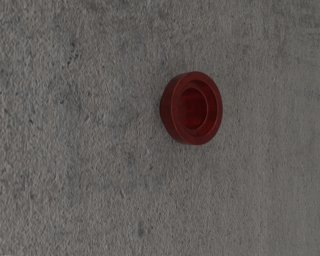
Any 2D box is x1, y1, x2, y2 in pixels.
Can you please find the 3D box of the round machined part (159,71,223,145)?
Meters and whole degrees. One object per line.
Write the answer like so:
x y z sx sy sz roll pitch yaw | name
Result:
0.038 -0.026 0.424 0.099 0.042 0.097 0 90 -40 | round machined part
